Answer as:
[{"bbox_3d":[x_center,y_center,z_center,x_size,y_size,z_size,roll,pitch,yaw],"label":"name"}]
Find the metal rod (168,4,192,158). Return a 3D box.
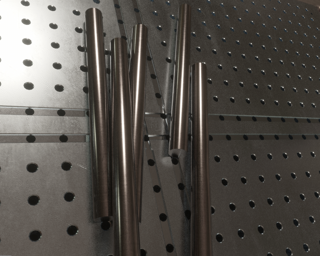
[{"bbox_3d":[0.035,-0.092,0.484,0.025,0.025,0.300,18,55,-19],"label":"metal rod"}]

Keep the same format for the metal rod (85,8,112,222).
[{"bbox_3d":[-0.077,-0.037,0.389,0.025,0.025,0.299,5,59,-26],"label":"metal rod"}]

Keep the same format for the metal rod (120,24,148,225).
[{"bbox_3d":[-0.032,-0.026,0.407,0.025,0.025,0.299,14,56,-21],"label":"metal rod"}]

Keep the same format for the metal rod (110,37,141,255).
[{"bbox_3d":[-0.045,-0.001,0.365,0.025,0.025,0.299,10,51,-23],"label":"metal rod"}]

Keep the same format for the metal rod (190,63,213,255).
[{"bbox_3d":[0.055,0.028,0.422,0.025,0.025,0.300,17,55,-19],"label":"metal rod"}]
